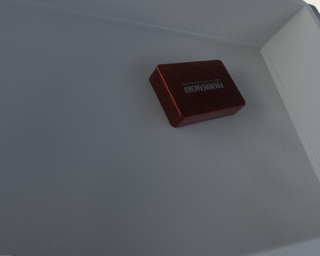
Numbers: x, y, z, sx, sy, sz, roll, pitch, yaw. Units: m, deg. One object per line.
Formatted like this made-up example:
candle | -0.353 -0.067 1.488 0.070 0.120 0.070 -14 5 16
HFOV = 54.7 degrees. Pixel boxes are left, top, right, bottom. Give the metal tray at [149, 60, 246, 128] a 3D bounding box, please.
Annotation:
metal tray | 0.059 -0.056 0.470 0.131 0.030 0.090 -13 68 -34
